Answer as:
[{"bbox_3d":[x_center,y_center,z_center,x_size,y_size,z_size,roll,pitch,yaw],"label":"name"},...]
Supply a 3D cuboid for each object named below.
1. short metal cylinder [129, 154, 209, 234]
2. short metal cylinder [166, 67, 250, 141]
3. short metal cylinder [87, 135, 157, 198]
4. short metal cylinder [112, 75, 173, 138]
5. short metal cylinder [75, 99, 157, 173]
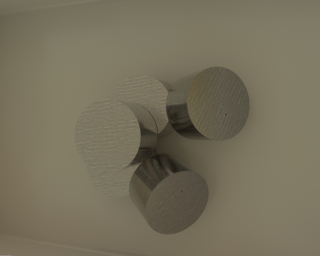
[{"bbox_3d":[0.010,0.077,0.368,0.050,0.081,0.080,35,105,58],"label":"short metal cylinder"},{"bbox_3d":[0.054,-0.026,0.354,0.081,0.050,0.079,1,89,-25],"label":"short metal cylinder"},{"bbox_3d":[-0.048,0.047,0.412,0.080,0.050,0.079,0,90,19],"label":"short metal cylinder"},{"bbox_3d":[-0.016,-0.025,0.400,0.080,0.050,0.079,0,90,19],"label":"short metal cylinder"},{"bbox_3d":[-0.049,0.008,0.357,0.080,0.050,0.079,0,90,19],"label":"short metal cylinder"}]
